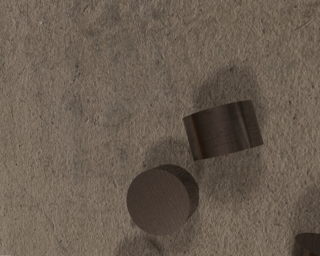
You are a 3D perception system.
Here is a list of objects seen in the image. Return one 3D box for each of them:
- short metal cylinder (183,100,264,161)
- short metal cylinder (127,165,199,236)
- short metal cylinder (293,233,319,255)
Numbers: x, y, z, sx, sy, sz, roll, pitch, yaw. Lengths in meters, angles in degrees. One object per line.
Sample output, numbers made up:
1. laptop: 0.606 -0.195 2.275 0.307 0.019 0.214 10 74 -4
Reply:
1. short metal cylinder: 0.071 0.003 0.354 0.080 0.080 0.050 -16 85 19
2. short metal cylinder: 0.005 0.089 0.393 0.080 0.050 0.079 0 90 19
3. short metal cylinder: 0.178 0.148 0.317 0.080 0.080 0.050 9 93 19
